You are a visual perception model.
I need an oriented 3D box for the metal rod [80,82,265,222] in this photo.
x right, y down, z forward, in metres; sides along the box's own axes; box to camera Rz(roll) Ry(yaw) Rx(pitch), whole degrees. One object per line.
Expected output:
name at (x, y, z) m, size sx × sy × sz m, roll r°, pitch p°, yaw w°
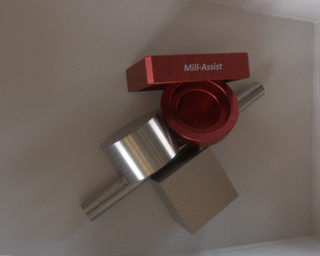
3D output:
metal rod at (0.029, 0.022, 0.421) m, size 0.302 × 0.025 × 0.025 m, roll -34°, pitch 102°, yaw -17°

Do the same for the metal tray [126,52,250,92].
metal tray at (0.032, -0.068, 0.386) m, size 0.131 × 0.090 × 0.030 m, roll -7°, pitch 93°, yaw -21°

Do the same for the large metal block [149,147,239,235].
large metal block at (0.043, 0.078, 0.412) m, size 0.080 × 0.050 × 0.080 m, roll -35°, pitch 102°, yaw -17°

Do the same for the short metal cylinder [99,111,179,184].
short metal cylinder at (-0.024, 0.022, 0.372) m, size 0.080 × 0.080 × 0.050 m, roll -35°, pitch 102°, yaw -17°

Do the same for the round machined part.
round machined part at (0.049, -0.020, 0.404) m, size 0.099 × 0.042 × 0.098 m, roll 2°, pitch 66°, yaw -4°
